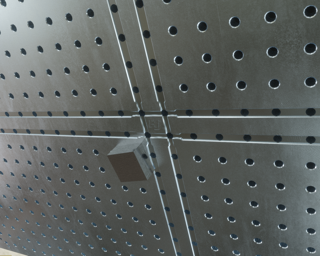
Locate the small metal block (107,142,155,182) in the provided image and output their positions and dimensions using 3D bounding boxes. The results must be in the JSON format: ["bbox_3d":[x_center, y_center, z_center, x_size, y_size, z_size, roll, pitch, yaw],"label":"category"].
[{"bbox_3d":[-0.044,0.052,0.465,0.050,0.025,0.050,-10,113,32],"label":"small metal block"}]
